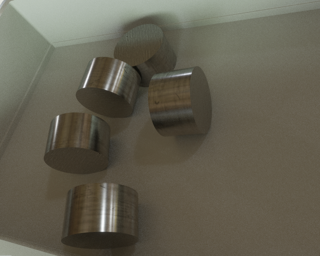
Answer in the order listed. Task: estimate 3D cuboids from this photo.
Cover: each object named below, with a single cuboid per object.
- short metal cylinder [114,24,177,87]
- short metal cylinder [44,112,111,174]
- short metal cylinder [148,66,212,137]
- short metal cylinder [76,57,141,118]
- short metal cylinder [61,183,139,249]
[{"bbox_3d":[-0.022,-0.109,0.466,0.080,0.050,0.080,-13,56,20],"label":"short metal cylinder"},{"bbox_3d":[-0.108,0.022,0.411,0.080,0.080,0.050,-15,56,20],"label":"short metal cylinder"},{"bbox_3d":[0.027,-0.031,0.374,0.050,0.080,0.080,-6,59,25],"label":"short metal cylinder"},{"bbox_3d":[-0.072,-0.056,0.441,0.080,0.080,0.050,0,62,28],"label":"short metal cylinder"},{"bbox_3d":[-0.064,0.099,0.342,0.080,0.080,0.050,-16,56,19],"label":"short metal cylinder"}]
